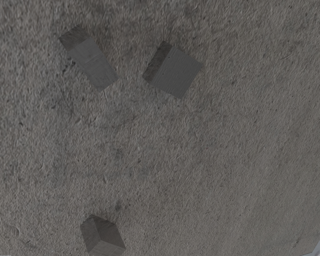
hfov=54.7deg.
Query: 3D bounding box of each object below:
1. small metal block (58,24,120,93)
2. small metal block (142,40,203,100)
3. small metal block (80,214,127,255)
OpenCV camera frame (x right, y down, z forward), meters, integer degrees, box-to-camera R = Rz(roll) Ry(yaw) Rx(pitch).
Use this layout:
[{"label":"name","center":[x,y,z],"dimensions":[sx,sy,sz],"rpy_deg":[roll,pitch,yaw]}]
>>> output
[{"label":"small metal block","center":[-0.071,-0.070,0.308],"dimensions":[0.025,0.050,0.050],"rpy_deg":[-37,129,-4]},{"label":"small metal block","center":[0.015,-0.069,0.372],"dimensions":[0.050,0.025,0.050],"rpy_deg":[22,107,-36]},{"label":"small metal block","center":[-0.082,0.157,0.443],"dimensions":[0.025,0.050,0.050],"rpy_deg":[-47,129,5]}]
